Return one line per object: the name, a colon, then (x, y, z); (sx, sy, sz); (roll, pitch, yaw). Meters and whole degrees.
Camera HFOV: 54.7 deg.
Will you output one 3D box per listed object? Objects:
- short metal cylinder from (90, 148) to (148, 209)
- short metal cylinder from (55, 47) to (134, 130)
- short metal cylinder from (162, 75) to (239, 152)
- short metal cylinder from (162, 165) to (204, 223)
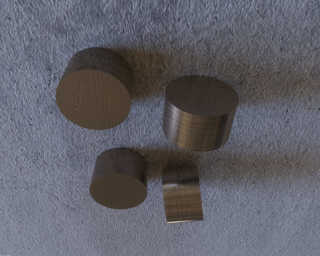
short metal cylinder: (-0.058, 0.075, 0.454); (0.081, 0.050, 0.079); (0, 130, 0)
short metal cylinder: (-0.071, -0.044, 0.353); (0.081, 0.050, 0.079); (0, 130, 0)
short metal cylinder: (0.045, -0.018, 0.356); (0.081, 0.080, 0.050); (3, 130, -3)
short metal cylinder: (0.034, 0.096, 0.453); (0.050, 0.080, 0.080); (-6, 130, 5)
